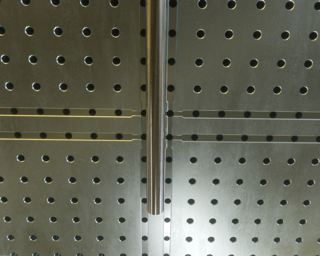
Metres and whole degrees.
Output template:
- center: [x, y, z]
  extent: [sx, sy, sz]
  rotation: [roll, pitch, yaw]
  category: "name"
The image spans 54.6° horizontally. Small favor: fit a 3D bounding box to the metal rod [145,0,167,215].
- center: [-0.006, -0.019, 0.407]
  extent: [0.025, 0.025, 0.298]
  rotation: [0, 110, 0]
  category: "metal rod"
